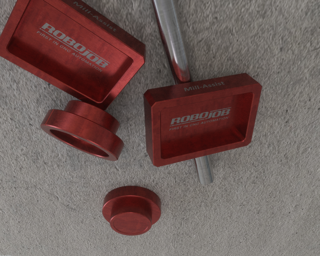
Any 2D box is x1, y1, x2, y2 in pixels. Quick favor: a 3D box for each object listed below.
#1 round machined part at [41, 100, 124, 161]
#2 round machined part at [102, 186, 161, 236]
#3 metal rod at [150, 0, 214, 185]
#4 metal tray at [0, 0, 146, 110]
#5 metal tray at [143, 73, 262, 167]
[{"bbox_3d":[-0.088,0.001,0.375,0.098,0.042,0.098,20,162,7],"label":"round machined part"},{"bbox_3d":[-0.047,0.144,0.518,0.099,0.042,0.097,0,130,0],"label":"round machined part"},{"bbox_3d":[0.034,-0.033,0.379,0.025,0.025,0.299,-11,130,9],"label":"metal rod"},{"bbox_3d":[-0.092,-0.084,0.331,0.131,0.030,0.090,30,124,-24],"label":"metal tray"},{"bbox_3d":[0.049,-0.010,0.365,0.131,0.030,0.089,-12,127,-15],"label":"metal tray"}]
